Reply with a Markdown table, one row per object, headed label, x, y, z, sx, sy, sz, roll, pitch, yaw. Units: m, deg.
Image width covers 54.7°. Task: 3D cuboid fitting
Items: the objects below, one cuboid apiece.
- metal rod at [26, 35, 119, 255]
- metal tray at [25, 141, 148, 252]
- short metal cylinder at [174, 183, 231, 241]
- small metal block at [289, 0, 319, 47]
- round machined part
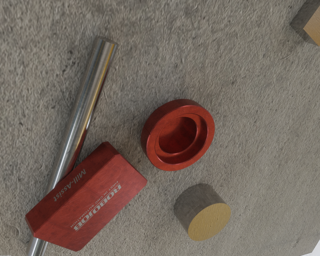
| label | x | y | z | sx | sy | sz | roll | pitch | yaw |
| --- | --- | --- | --- | --- | --- | --- | --- | --- | --- |
| metal rod | -0.111 | 0.038 | 0.369 | 0.025 | 0.025 | 0.298 | 11 | 113 | -33 |
| metal tray | -0.086 | 0.088 | 0.389 | 0.130 | 0.030 | 0.090 | -44 | 141 | -8 |
| short metal cylinder | 0.070 | 0.140 | 0.515 | 0.081 | 0.050 | 0.079 | -14 | 124 | -21 |
| small metal block | 0.218 | -0.151 | 0.433 | 0.050 | 0.025 | 0.050 | 24 | 105 | -37 |
| round machined part | 0.020 | 0.005 | 0.410 | 0.099 | 0.042 | 0.097 | -14 | 124 | -21 |
